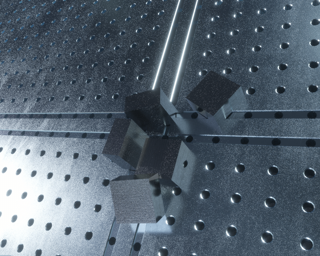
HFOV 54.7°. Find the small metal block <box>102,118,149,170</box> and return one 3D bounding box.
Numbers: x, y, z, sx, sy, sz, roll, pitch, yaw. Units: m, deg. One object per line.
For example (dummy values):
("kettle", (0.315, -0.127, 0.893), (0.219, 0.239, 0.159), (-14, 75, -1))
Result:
("small metal block", (-0.043, 0.022, 0.400), (0.025, 0.050, 0.050), (4, 64, 30))

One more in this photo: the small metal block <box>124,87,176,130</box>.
("small metal block", (-0.012, -0.024, 0.412), (0.050, 0.050, 0.025), (-13, 57, 21))

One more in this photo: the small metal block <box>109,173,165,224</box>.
("small metal block", (-0.026, 0.081, 0.356), (0.050, 0.025, 0.050), (-8, 93, 23))

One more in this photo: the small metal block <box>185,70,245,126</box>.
("small metal block", (0.070, -0.039, 0.395), (0.050, 0.025, 0.050), (-47, 52, -5))

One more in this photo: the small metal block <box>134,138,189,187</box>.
("small metal block", (0.003, 0.041, 0.380), (0.050, 0.025, 0.050), (3, 63, 29))
